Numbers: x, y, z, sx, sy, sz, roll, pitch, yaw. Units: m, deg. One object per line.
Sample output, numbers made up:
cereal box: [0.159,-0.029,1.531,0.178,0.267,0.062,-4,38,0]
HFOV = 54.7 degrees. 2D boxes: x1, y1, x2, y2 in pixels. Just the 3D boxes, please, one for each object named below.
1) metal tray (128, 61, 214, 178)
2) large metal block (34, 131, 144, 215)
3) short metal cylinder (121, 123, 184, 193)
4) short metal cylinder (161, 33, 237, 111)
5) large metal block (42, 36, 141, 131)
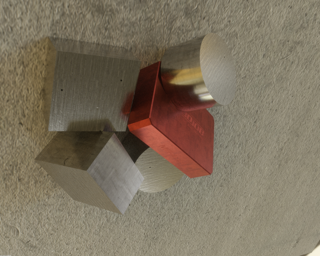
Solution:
metal tray: [0.021,-0.006,0.376,0.030,0.090,0.130,-17,139,33]
large metal block: [-0.077,0.047,0.351,0.050,0.080,0.080,-59,139,-33]
short metal cylinder: [-0.008,0.039,0.413,0.081,0.050,0.079,-14,124,-21]
short metal cylinder: [0.046,-0.062,0.354,0.080,0.050,0.080,12,74,-49]
large metal block: [-0.074,-0.043,0.322,0.081,0.050,0.079,1,118,-29]
